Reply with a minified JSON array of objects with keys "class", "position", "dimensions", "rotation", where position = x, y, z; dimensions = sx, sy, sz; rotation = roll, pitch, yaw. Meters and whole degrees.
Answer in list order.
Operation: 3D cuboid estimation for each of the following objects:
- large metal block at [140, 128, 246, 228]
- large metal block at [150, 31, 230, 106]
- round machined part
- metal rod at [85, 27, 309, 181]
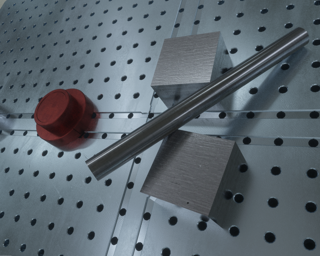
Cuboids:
[{"class":"large metal block","position":[0.038,0.052,0.340],"dimensions":[0.080,0.050,0.080],"rotation":[12,68,33]},{"class":"large metal block","position":[0.043,-0.077,0.417],"dimensions":[0.080,0.050,0.080],"rotation":[1,62,28]},{"class":"round machined part","position":[-0.160,-0.024,0.496],"dimensions":[0.098,0.042,0.098],"rotation":[-13,56,21]},{"class":"metal rod","position":[0.053,-0.035,0.354],"dimensions":[0.301,0.025,0.025],"rotation":[-33,50,-13]}]
